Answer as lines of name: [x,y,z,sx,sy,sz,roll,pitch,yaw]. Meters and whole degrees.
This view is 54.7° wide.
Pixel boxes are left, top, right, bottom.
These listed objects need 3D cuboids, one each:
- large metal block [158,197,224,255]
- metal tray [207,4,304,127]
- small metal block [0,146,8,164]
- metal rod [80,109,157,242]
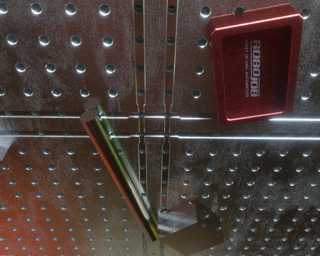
large metal block: [0.053,0.176,0.546,0.080,0.050,0.080,-32,124,24]
metal tray: [0.107,-0.065,0.354,0.090,0.030,0.129,-9,130,7]
small metal block: [-0.256,0.042,0.443,0.050,0.025,0.050,31,123,-24]
metal rod: [-0.053,0.094,0.490,0.025,0.025,0.299,-12,130,9]
